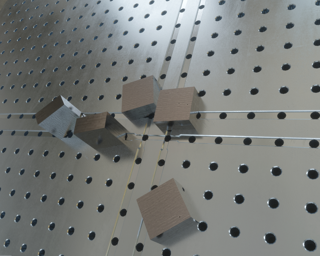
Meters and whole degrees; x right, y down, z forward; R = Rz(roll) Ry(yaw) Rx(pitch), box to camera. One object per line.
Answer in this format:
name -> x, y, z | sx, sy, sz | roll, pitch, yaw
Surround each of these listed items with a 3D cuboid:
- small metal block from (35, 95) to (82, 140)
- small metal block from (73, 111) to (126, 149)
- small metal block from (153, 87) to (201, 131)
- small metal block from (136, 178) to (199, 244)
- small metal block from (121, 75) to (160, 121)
small metal block -> -0.156, -0.016, 0.486 | 0.050, 0.050, 0.025 | -37, 51, 3
small metal block -> -0.083, 0.005, 0.434 | 0.050, 0.050, 0.025 | -11, 57, 22
small metal block -> 0.023, -0.025, 0.412 | 0.050, 0.025, 0.050 | -2, 61, 27
small metal block -> 0.008, 0.093, 0.348 | 0.050, 0.025, 0.050 | -32, 52, 7
small metal block -> -0.027, -0.043, 0.450 | 0.050, 0.025, 0.050 | -15, 56, 20
